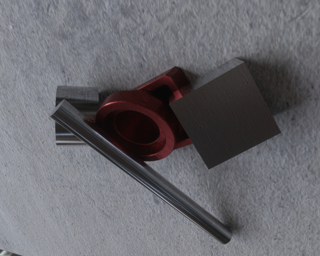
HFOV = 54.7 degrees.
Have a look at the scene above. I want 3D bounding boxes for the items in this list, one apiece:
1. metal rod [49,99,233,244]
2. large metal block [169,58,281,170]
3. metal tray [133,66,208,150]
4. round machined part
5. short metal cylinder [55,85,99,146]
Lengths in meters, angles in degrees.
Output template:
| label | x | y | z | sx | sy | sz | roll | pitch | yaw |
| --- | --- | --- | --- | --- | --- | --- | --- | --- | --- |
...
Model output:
| label | x | y | z | sx | sy | sz | roll | pitch | yaw |
| --- | --- | --- | --- | --- | --- | --- | --- | --- | --- |
| metal rod | -0.008 | 0.069 | 0.397 | 0.300 | 0.025 | 0.025 | 41 | 131 | -23 |
| large metal block | 0.065 | -0.017 | 0.325 | 0.080 | 0.050 | 0.080 | -29 | 104 | 10 |
| metal tray | -0.009 | -0.012 | 0.401 | 0.130 | 0.030 | 0.090 | -22 | 107 | 36 |
| round machined part | -0.024 | -0.007 | 0.373 | 0.098 | 0.042 | 0.097 | 11 | 137 | 11 |
| short metal cylinder | -0.109 | -0.015 | 0.410 | 0.050 | 0.080 | 0.079 | 1 | 126 | -14 |
